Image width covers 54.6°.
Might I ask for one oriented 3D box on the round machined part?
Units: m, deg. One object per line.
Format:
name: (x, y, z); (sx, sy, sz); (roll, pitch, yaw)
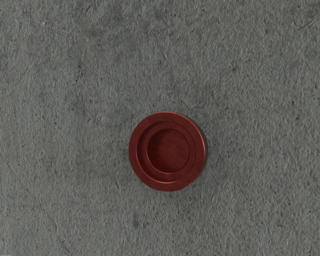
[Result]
round machined part: (0.013, 0.029, 0.396); (0.098, 0.042, 0.097); (0, 90, 20)
